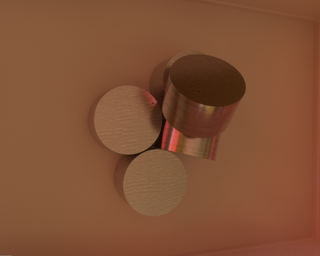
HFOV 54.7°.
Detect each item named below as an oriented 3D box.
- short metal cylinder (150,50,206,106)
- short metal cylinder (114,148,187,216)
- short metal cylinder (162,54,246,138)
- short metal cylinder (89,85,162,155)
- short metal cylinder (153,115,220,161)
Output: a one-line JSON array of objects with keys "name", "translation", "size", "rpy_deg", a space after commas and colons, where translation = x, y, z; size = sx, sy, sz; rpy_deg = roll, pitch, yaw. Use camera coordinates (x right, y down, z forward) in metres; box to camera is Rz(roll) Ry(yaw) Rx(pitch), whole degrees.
[{"name": "short metal cylinder", "translation": [0.033, -0.057, 0.409], "size": [0.081, 0.050, 0.079], "rpy_deg": [0, 90, -21]}, {"name": "short metal cylinder", "translation": [-0.013, 0.065, 0.391], "size": [0.081, 0.050, 0.079], "rpy_deg": [0, 90, -21]}, {"name": "short metal cylinder", "translation": [0.046, -0.036, 0.339], "size": [0.081, 0.050, 0.080], "rpy_deg": [6, 50, -7]}, {"name": "short metal cylinder", "translation": [-0.044, -0.009, 0.379], "size": [0.081, 0.050, 0.079], "rpy_deg": [0, 90, -21]}, {"name": "short metal cylinder", "translation": [0.035, 0.009, 0.394], "size": [0.081, 0.080, 0.050], "rpy_deg": [14, 85, -20]}]
